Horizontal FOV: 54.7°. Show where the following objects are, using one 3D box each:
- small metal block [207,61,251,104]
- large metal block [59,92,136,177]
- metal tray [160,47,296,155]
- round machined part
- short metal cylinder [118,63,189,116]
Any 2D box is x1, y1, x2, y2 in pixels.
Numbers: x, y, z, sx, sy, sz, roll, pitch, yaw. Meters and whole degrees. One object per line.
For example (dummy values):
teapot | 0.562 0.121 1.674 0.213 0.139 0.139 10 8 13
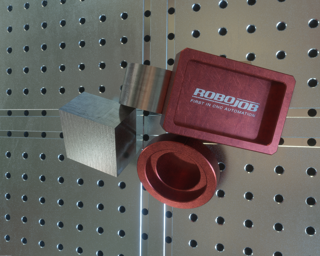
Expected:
small metal block | 0.086 -0.055 0.382 0.050 0.025 0.050 3 91 19
large metal block | -0.079 0.008 0.408 0.080 0.050 0.079 18 129 19
metal tray | 0.074 -0.028 0.343 0.131 0.030 0.089 13 95 -9
round machined part | 0.025 0.048 0.381 0.098 0.042 0.097 10 121 17
short metal cylinder | -0.007 -0.047 0.386 0.080 0.080 0.050 15 95 19
